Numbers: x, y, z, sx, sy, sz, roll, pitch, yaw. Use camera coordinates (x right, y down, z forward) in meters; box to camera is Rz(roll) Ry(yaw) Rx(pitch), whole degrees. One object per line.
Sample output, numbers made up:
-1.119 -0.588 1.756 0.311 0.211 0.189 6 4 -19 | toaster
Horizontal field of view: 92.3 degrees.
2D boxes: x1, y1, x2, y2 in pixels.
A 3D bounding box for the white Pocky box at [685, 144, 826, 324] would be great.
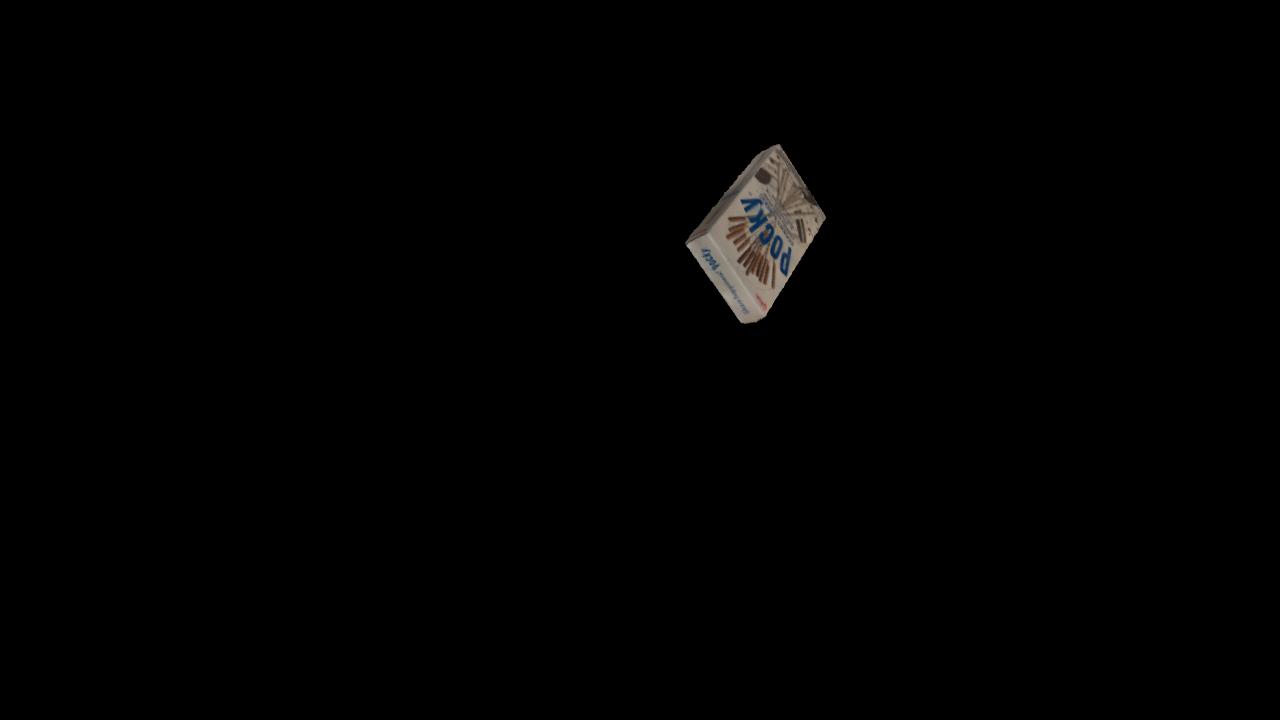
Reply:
0.101 -0.109 0.511 0.028 0.084 0.154 -17 28 48 | white Pocky box
